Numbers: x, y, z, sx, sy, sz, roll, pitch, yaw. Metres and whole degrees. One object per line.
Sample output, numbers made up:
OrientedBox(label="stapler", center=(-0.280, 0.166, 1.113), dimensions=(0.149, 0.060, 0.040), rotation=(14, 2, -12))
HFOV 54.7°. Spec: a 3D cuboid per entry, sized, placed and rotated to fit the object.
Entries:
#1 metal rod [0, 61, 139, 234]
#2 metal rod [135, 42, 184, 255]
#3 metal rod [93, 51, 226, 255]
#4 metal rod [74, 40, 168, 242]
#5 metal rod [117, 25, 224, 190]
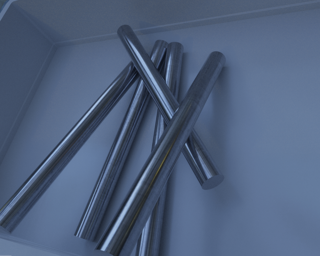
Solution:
OrientedBox(label="metal rod", center=(-0.096, -0.002, 0.403), dimensions=(0.025, 0.025, 0.301), rotation=(8, 48, 32))
OrientedBox(label="metal rod", center=(0.004, 0.010, 0.397), dimensions=(0.025, 0.025, 0.300), rotation=(-6, 59, 25))
OrientedBox(label="metal rod", center=(0.021, 0.000, 0.322), dimensions=(0.025, 0.025, 0.301), rotation=(1, 39, 29))
OrientedBox(label="metal rod", center=(-0.044, 0.002, 0.427), dimensions=(0.025, 0.025, 0.300), rotation=(6, 65, 31))
OrientedBox(label="metal rod", center=(-0.002, -0.050, 0.403), dimensions=(0.025, 0.025, 0.300), rotation=(-33, 52, 7))
